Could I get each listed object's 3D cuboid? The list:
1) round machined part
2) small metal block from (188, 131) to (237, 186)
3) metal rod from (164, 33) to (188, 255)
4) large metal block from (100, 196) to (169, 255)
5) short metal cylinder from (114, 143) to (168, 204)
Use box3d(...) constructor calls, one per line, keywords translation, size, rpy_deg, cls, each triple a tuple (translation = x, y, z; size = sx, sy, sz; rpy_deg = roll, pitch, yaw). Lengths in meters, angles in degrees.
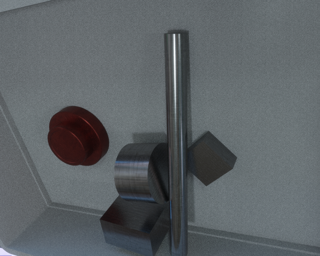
box3d(translation=(-0.132, 0.019, 0.477), size=(0.098, 0.042, 0.097), rpy_deg=(13, 124, 20), cls="round machined part")
box3d(translation=(0.062, 0.040, 0.400), size=(0.050, 0.025, 0.050), rpy_deg=(43, 129, -2), cls="small metal block")
box3d(translation=(0.022, 0.037, 0.387), size=(0.025, 0.025, 0.298), rpy_deg=(7, 112, 24), cls="metal rod")
box3d(translation=(-0.032, 0.140, 0.475), size=(0.080, 0.080, 0.050), rpy_deg=(8, 122, 24), cls="large metal block")
box3d(translation=(-0.017, 0.060, 0.418), size=(0.050, 0.080, 0.080), rpy_deg=(-3, 117, 29), cls="short metal cylinder")
